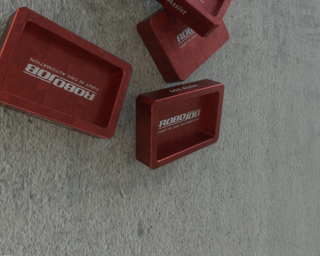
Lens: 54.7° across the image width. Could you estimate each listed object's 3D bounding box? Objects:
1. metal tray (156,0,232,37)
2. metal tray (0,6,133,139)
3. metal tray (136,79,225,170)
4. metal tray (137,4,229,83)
[{"bbox_3d":[0.031,-0.189,0.393,0.130,0.030,0.090,35,62,-14],"label":"metal tray"},{"bbox_3d":[-0.098,-0.049,0.318,0.131,0.030,0.090,23,75,-38],"label":"metal tray"},{"bbox_3d":[0.029,-0.009,0.406,0.131,0.030,0.089,-18,121,-38],"label":"metal tray"},{"bbox_3d":[0.038,-0.133,0.432,0.131,0.030,0.090,-45,117,-31],"label":"metal tray"}]
